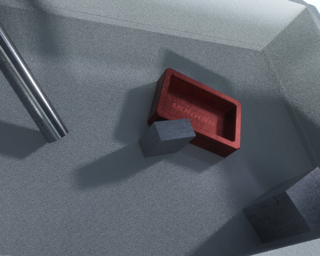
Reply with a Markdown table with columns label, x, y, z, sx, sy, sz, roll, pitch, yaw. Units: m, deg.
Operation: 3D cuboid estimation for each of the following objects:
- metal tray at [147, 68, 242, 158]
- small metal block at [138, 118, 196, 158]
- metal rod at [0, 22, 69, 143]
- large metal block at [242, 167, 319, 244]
| label | x | y | z | sx | sy | sz | roll | pitch | yaw |
| --- | --- | --- | --- | --- | --- | --- | --- | --- | --- |
| metal tray | 0.054 | -0.022 | 0.446 | 0.131 | 0.030 | 0.090 | 23 | 53 | -15 |
| small metal block | 0.008 | 0.013 | 0.388 | 0.050 | 0.050 | 0.025 | -6 | 65 | -31 |
| metal rod | -0.179 | -0.116 | 0.299 | 0.025 | 0.025 | 0.299 | -42 | 112 | -39 |
| large metal block | 0.170 | 0.101 | 0.403 | 0.081 | 0.080 | 0.050 | -20 | 73 | -36 |
